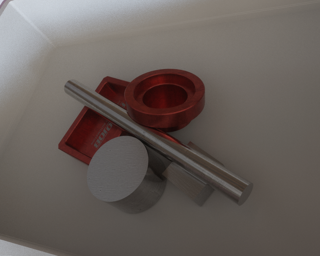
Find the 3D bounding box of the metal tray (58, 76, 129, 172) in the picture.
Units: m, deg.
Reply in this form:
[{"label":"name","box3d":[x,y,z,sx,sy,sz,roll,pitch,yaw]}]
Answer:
[{"label":"metal tray","box3d":[-0.075,-0.007,0.441,0.090,0.030,0.130,20,72,35]}]

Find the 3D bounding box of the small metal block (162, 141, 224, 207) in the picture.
[{"label":"small metal block","box3d":[0.040,0.051,0.350,0.050,0.025,0.050,-49,52,-7]}]

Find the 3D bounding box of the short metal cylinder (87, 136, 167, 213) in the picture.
[{"label":"short metal cylinder","box3d":[-0.039,0.056,0.371,0.080,0.050,0.080,-13,56,20]}]

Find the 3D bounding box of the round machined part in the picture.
[{"label":"round machined part","box3d":[0.007,-0.032,0.391,0.099,0.042,0.098,-4,41,4]}]

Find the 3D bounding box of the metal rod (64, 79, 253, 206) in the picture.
[{"label":"metal rod","box3d":[-0.025,0.001,0.378,0.300,0.025,0.025,30,78,35]}]
